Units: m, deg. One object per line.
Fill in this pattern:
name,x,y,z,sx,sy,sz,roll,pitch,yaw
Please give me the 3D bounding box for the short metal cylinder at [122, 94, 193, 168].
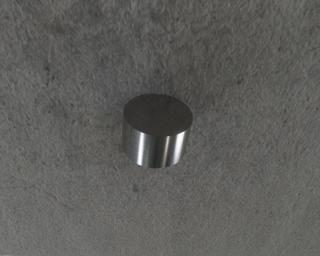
short metal cylinder,-0.005,0.002,0.373,0.081,0.080,0.050,5,130,-5
